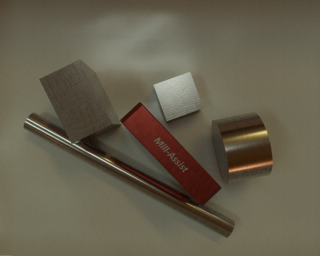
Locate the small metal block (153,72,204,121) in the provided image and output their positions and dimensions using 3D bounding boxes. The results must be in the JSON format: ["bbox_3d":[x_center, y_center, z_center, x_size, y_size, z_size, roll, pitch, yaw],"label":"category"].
[{"bbox_3d":[0.024,-0.040,0.409,0.050,0.025,0.050,-20,90,-1],"label":"small metal block"}]

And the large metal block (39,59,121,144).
[{"bbox_3d":[-0.093,-0.029,0.381,0.050,0.080,0.080,-26,90,0],"label":"large metal block"}]

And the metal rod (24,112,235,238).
[{"bbox_3d":[-0.039,0.062,0.410,0.301,0.025,0.025,29,90,-1],"label":"metal rod"}]

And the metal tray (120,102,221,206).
[{"bbox_3d":[0.012,0.029,0.377,0.030,0.090,0.130,-44,91,0],"label":"metal tray"}]

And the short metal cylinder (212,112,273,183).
[{"bbox_3d":[0.099,0.024,0.384,0.050,0.080,0.080,-12,90,1],"label":"short metal cylinder"}]
